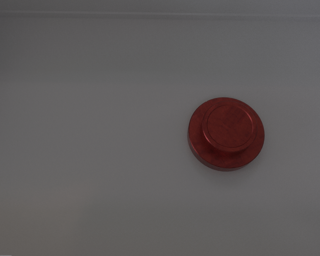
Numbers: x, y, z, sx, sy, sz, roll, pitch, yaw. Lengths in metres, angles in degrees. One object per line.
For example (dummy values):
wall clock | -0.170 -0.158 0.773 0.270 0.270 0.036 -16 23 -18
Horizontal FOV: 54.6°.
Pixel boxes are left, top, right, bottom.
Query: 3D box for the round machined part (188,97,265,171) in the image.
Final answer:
round machined part | 0.086 0.004 0.400 0.099 0.042 0.098 0 70 0
